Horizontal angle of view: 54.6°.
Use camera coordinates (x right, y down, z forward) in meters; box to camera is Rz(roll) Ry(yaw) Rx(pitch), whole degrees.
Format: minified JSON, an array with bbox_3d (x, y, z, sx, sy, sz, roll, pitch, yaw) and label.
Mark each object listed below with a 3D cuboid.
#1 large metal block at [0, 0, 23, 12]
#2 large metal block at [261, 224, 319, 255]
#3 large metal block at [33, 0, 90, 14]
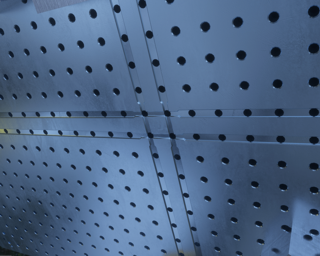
[{"bbox_3d":[-0.227,-0.193,0.397,0.080,0.050,0.080,-8,115,32],"label":"large metal block"},{"bbox_3d":[0.188,0.189,0.413,0.080,0.050,0.079,30,128,8],"label":"large metal block"},{"bbox_3d":[-0.105,-0.179,0.341,0.080,0.050,0.080,-1,118,28],"label":"large metal block"}]
